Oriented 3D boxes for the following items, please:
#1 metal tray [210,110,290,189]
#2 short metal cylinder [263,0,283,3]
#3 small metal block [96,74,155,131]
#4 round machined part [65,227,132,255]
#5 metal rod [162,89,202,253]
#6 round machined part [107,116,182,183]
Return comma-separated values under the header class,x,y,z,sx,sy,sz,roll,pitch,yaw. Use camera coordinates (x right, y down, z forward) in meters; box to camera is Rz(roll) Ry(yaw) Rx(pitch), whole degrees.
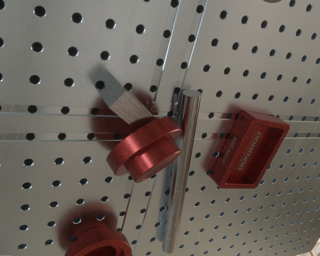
class,x,y,z,sx,sy,sz,roll,pitch,yaw
metal tray,0.148,0.040,0.512,0.091,0.030,0.129,8,115,-32
short metal cylinder,0.136,-0.185,0.335,0.050,0.080,0.080,-27,128,-11
small metal block,-0.040,-0.029,0.355,0.025,0.050,0.050,-45,129,3
round machined part,-0.095,0.188,0.465,0.099,0.042,0.097,-14,124,-21
metal rod,0.029,0.084,0.478,0.025,0.025,0.298,-9,122,-24
round machined part,-0.012,0.032,0.381,0.098,0.042,0.098,-33,166,-9
